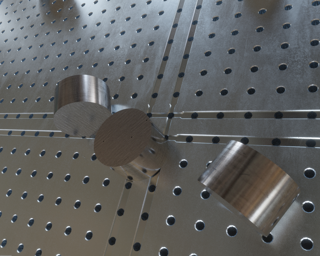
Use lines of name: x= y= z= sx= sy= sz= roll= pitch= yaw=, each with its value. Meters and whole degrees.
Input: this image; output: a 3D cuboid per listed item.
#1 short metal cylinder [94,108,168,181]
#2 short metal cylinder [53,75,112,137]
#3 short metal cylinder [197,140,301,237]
short metal cylinder: x=-0.036 y=0.022 z=0.397 sx=0.080 sy=0.050 sz=0.080 roll=-13 pitch=56 yaw=20
short metal cylinder: x=-0.111 y=-0.031 z=0.448 sx=0.080 sy=0.080 sz=0.050 roll=-22 pitch=54 yaw=14
short metal cylinder: x=0.082 y=0.056 z=0.295 sx=0.080 sy=0.080 sz=0.050 roll=35 pitch=81 yaw=38
